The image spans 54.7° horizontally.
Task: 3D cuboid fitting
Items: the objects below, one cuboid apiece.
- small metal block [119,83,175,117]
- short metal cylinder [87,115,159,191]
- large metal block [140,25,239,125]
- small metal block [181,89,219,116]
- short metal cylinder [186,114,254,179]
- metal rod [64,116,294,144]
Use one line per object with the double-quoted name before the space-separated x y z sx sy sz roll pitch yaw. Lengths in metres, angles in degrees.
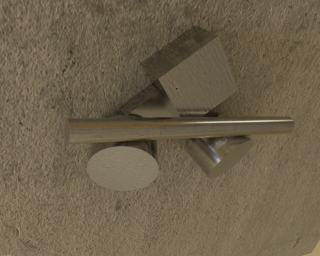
"small metal block" -0.015 -0.019 0.389 0.050 0.025 0.050 -38 129 -4
"short metal cylinder" -0.043 0.031 0.369 0.081 0.050 0.079 -2 133 -2
"large metal block" 0.037 -0.061 0.372 0.080 0.050 0.080 -36 129 -4
"small metal block" 0.049 -0.017 0.424 0.050 0.025 0.050 -37 129 -3
"short metal cylinder" 0.084 0.027 0.437 0.080 0.050 0.080 -31 154 -17
"metal rod" 0.045 -0.001 0.366 0.303 0.025 0.025 -2 119 -28
